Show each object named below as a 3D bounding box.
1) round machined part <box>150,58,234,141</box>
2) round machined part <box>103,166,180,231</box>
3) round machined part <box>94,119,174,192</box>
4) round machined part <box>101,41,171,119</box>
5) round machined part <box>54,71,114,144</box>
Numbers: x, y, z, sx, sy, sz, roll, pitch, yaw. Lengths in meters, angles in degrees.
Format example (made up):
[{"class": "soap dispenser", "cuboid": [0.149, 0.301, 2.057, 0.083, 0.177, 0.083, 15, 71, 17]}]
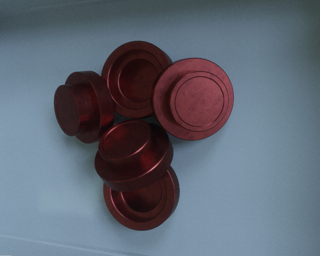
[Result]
[{"class": "round machined part", "cuboid": [0.040, -0.033, 0.361, 0.099, 0.042, 0.097, -2, 101, -10]}, {"class": "round machined part", "cuboid": [-0.021, 0.080, 0.406, 0.098, 0.042, 0.097, 0, 90, 20]}, {"class": "round machined part", "cuboid": [-0.036, 0.026, 0.382, 0.098, 0.098, 0.042, -7, 132, 20]}, {"class": "round machined part", "cuboid": [-0.024, -0.061, 0.407, 0.098, 0.042, 0.097, 0, 90, 20]}, {"class": "round machined part", "cuboid": [-0.107, -0.026, 0.414, 0.098, 0.042, 0.097, 17, 113, 44]}]
